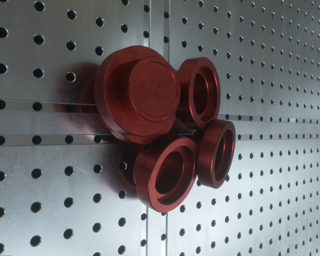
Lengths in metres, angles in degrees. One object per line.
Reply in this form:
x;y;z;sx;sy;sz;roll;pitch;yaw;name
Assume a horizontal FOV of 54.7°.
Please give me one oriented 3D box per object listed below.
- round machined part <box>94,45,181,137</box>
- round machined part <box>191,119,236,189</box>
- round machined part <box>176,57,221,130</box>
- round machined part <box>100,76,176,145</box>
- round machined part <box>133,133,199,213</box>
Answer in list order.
-0.016;-0.039;0.331;0.099;0.042;0.097;0;90;-40;round machined part
0.073;0.034;0.446;0.099;0.042;0.097;-32;127;-54;round machined part
0.045;-0.046;0.426;0.099;0.042;0.097;-3;94;-56;round machined part
-0.029;-0.029;0.374;0.099;0.042;0.097;0;90;-40;round machined part
0.004;0.053;0.392;0.099;0.042;0.097;-23;121;-44;round machined part
